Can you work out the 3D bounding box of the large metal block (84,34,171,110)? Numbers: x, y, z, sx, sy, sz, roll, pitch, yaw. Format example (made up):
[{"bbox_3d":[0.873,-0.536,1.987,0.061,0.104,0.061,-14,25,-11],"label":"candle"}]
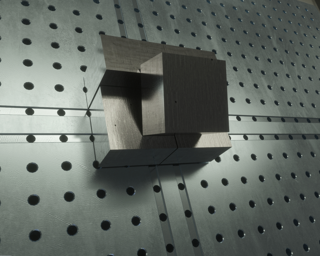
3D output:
[{"bbox_3d":[-0.044,-0.065,0.389,0.081,0.080,0.050,1,62,-28],"label":"large metal block"}]

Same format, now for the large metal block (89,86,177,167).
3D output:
[{"bbox_3d":[-0.035,-0.001,0.373,0.081,0.050,0.080,1,62,-28],"label":"large metal block"}]

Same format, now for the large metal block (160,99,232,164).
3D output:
[{"bbox_3d":[0.038,0.000,0.411,0.081,0.050,0.080,1,62,-28],"label":"large metal block"}]

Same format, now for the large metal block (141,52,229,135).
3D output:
[{"bbox_3d":[0.027,-0.033,0.343,0.081,0.050,0.080,0,86,-29],"label":"large metal block"}]

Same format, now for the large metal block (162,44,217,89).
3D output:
[{"bbox_3d":[0.028,-0.064,0.427,0.081,0.080,0.050,1,62,-28],"label":"large metal block"}]
